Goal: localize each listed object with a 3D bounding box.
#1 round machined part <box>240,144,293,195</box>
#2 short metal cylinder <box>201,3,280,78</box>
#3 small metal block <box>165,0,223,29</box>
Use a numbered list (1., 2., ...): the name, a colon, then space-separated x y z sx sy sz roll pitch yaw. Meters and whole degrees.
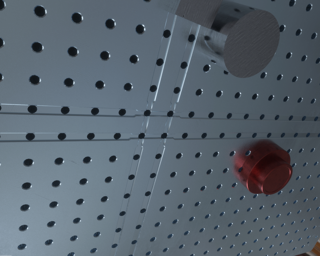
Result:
1. round machined part: 0.198 0.081 0.559 0.099 0.042 0.097 -14 124 -21
2. short metal cylinder: 0.098 -0.108 0.381 0.081 0.050 0.079 -14 124 -21
3. small metal block: 0.041 -0.145 0.344 0.050 0.025 0.050 10 114 -33
